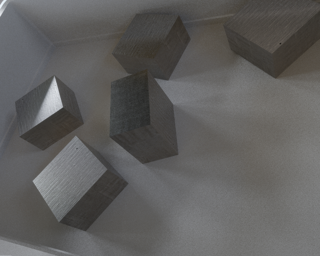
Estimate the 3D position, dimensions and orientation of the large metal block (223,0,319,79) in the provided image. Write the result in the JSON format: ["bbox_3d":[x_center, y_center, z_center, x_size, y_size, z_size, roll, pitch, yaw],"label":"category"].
[{"bbox_3d":[0.141,-0.122,0.387,0.080,0.050,0.080,-42,55,-1],"label":"large metal block"}]

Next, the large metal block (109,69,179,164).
[{"bbox_3d":[-0.019,-0.012,0.386,0.050,0.080,0.080,-17,55,18],"label":"large metal block"}]

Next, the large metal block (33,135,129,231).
[{"bbox_3d":[-0.102,0.070,0.399,0.080,0.050,0.080,-48,52,-6],"label":"large metal block"}]

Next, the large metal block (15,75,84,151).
[{"bbox_3d":[-0.178,-0.025,0.496,0.080,0.050,0.080,-33,52,6],"label":"large metal block"}]

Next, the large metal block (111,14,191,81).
[{"bbox_3d":[-0.012,-0.125,0.471,0.080,0.050,0.080,16,70,34],"label":"large metal block"}]
